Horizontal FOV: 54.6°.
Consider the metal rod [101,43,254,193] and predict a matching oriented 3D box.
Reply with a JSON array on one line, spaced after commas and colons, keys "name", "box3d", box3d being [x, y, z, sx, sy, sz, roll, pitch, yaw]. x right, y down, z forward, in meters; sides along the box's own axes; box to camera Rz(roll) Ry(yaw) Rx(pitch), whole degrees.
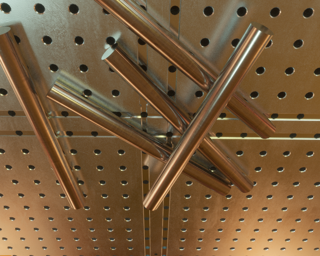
[{"name": "metal rod", "box3d": [0.041, 0.004, 0.414, 0.025, 0.025, 0.300, -32, 123, 24]}]

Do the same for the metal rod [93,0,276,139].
[{"name": "metal rod", "box3d": [0.032, -0.072, 0.349, 0.301, 0.025, 0.025, 34, 122, -26]}]

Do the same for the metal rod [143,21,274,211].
[{"name": "metal rod", "box3d": [0.042, 0.010, 0.385, 0.025, 0.025, 0.298, 17, 128, -14]}]

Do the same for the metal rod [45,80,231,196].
[{"name": "metal rod", "box3d": [-0.013, 0.024, 0.431, 0.301, 0.025, 0.025, 31, 123, -24]}]

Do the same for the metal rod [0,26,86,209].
[{"name": "metal rod", "box3d": [-0.152, 0.012, 0.420, 0.025, 0.025, 0.298, -5, 130, 4]}]
